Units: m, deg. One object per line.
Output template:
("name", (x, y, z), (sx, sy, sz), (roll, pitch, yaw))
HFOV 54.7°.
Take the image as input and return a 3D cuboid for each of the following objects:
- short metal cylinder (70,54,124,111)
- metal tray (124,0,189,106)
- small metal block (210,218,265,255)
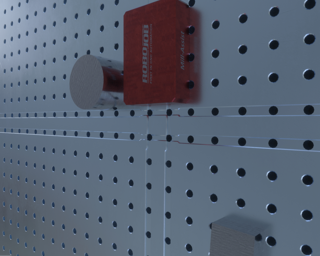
("short metal cylinder", (-0.092, -0.067, 0.469), (0.080, 0.050, 0.079), (0, 90, 40))
("metal tray", (-0.007, -0.096, 0.412), (0.090, 0.030, 0.129), (0, 90, 40))
("small metal block", (0.084, 0.132, 0.340), (0.050, 0.025, 0.050), (6, 94, 39))
